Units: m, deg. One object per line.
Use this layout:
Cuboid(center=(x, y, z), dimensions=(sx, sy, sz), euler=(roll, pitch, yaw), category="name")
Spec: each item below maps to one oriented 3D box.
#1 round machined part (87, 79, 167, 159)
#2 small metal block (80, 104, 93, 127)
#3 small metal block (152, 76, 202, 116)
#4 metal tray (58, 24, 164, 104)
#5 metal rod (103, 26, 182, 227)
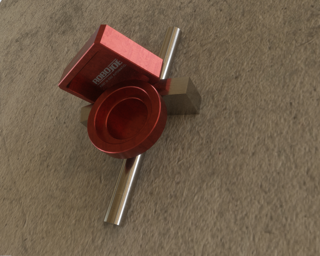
Cuboid(center=(-0.036, -0.008, 0.381), dimensions=(0.098, 0.042, 0.098), euler=(-11, 61, 20), category="round machined part")
Cuboid(center=(-0.075, -0.013, 0.435), dimensions=(0.050, 0.050, 0.025), euler=(-18, 55, 18), category="small metal block")
Cuboid(center=(0.021, -0.040, 0.401), dimensions=(0.050, 0.050, 0.025), euler=(-1, 61, 27), category="small metal block")
Cuboid(center=(-0.069, -0.071, 0.412), dimensions=(0.130, 0.090, 0.030), euler=(-26, 45, 50), category="metal tray")
Cuboid(center=(-0.016, -0.018, 0.424), dimensions=(0.025, 0.025, 0.300), euler=(2, 63, 29), category="metal rod")
